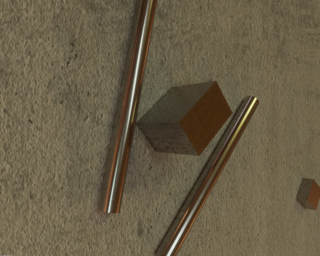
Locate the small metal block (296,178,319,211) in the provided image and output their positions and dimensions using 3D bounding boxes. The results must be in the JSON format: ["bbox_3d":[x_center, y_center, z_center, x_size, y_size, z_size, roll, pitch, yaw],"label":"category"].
[{"bbox_3d":[0.327,0.145,0.679,0.050,0.025,0.050,43,64,-32],"label":"small metal block"}]

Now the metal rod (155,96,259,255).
[{"bbox_3d":[0.082,0.064,0.473,0.025,0.025,0.301,50,60,-28],"label":"metal rod"}]

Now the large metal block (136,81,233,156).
[{"bbox_3d":[0.031,-0.013,0.394,0.080,0.080,0.050,-47,119,-29],"label":"large metal block"}]

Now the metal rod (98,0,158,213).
[{"bbox_3d":[-0.034,-0.051,0.375,0.025,0.025,0.299,16,80,-39],"label":"metal rod"}]
